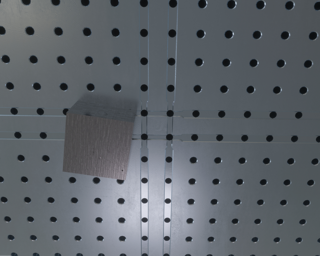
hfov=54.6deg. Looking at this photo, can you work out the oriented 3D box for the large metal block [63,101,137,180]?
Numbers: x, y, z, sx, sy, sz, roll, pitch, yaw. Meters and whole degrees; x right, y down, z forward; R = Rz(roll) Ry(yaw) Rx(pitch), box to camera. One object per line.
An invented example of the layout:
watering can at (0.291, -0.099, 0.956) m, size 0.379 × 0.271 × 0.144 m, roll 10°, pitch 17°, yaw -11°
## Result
large metal block at (-0.077, 0.016, 0.405) m, size 0.080 × 0.050 × 0.079 m, roll 9°, pitch 110°, yaw -3°
